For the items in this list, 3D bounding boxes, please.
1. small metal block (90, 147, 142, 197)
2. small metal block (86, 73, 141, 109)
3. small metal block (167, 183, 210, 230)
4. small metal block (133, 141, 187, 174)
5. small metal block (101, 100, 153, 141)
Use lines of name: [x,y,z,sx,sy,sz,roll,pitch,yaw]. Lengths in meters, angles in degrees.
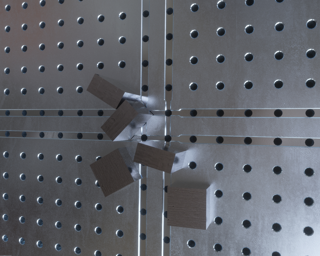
small metal block: [-0.062,0.061,0.433,0.050,0.025,0.050,-31,80,17]
small metal block: [-0.062,-0.047,0.420,0.050,0.050,0.025,33,101,16]
small metal block: [0.037,0.100,0.399,0.050,0.025,0.050,0,90,19]
small metal block: [0.001,0.036,0.398,0.050,0.050,0.025,16,95,19]
small metal block: [-0.043,-0.009,0.413,0.050,0.050,0.025,-46,76,14]
